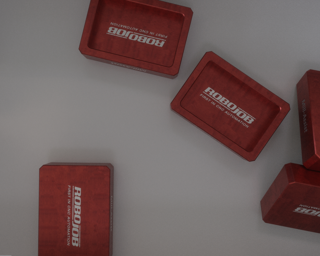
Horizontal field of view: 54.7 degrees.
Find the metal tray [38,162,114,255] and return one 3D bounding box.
[{"bbox_3d":[-0.109,0.112,0.408,0.091,0.030,0.129,1,90,0],"label":"metal tray"}]

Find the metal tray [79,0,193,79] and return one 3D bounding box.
[{"bbox_3d":[-0.030,-0.124,0.408,0.131,0.030,0.090,14,90,0],"label":"metal tray"}]

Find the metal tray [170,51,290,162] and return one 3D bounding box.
[{"bbox_3d":[0.090,-0.028,0.409,0.130,0.030,0.090,34,90,0],"label":"metal tray"}]

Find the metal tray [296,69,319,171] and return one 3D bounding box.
[{"bbox_3d":[0.222,-0.007,0.379,0.091,0.030,0.130,11,59,0],"label":"metal tray"}]

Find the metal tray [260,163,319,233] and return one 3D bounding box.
[{"bbox_3d":[0.204,0.093,0.383,0.131,0.030,0.089,11,133,0],"label":"metal tray"}]
